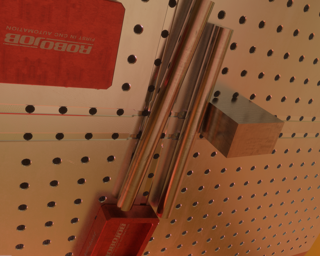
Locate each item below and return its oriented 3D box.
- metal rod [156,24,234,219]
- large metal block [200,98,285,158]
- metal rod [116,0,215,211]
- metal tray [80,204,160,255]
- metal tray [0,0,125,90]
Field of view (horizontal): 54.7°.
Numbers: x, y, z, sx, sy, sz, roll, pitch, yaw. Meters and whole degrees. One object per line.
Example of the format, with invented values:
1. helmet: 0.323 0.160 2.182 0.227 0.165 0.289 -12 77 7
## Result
1. metal rod: 0.042 0.007 0.440 0.025 0.025 0.298 1 118 -29
2. large metal block: 0.109 -0.004 0.435 0.081 0.080 0.050 -2 120 -28
3. metal rod: -0.001 -0.016 0.401 0.025 0.025 0.298 8 114 -32
4. metal tray: -0.067 0.181 0.484 0.091 0.030 0.129 12 112 -34
5. metal tray: -0.106 -0.087 0.297 0.131 0.030 0.089 0 119 -29
